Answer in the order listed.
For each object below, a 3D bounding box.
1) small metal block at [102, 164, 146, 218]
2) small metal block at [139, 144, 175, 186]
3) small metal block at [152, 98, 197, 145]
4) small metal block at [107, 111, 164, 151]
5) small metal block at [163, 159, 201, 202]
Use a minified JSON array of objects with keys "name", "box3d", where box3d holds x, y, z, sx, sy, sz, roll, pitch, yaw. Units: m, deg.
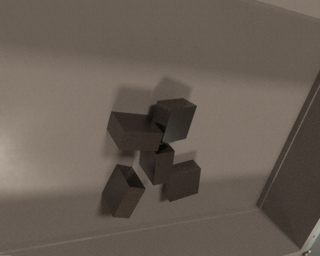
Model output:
[{"name":"small metal block","box3d":[-0.050,0.085,0.419,0.025,0.050,0.050,17,110,-35]},{"name":"small metal block","box3d":[-0.006,0.040,0.416,0.025,0.050,0.050,-8,122,-25]},{"name":"small metal block","box3d":[0.016,-0.010,0.404,0.050,0.025,0.050,-11,125,-46]},{"name":"small metal block","box3d":[-0.031,0.004,0.379,0.050,0.050,0.025,4,116,-31]},{"name":"small metal block","box3d":[0.033,0.081,0.479,0.050,0.025,0.050,-12,124,-22]}]
